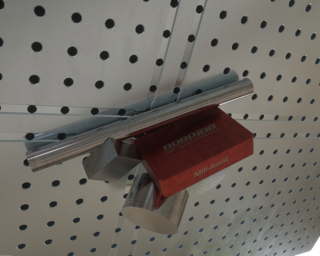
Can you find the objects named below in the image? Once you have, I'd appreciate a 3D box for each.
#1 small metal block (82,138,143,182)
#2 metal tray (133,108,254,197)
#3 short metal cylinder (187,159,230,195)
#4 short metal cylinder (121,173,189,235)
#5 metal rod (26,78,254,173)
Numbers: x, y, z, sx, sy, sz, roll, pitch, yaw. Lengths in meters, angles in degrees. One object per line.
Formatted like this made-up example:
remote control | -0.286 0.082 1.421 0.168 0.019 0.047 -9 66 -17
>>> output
small metal block | -0.058 0.041 0.384 0.050 0.025 0.050 -39 151 18
metal tray | 0.042 0.025 0.403 0.131 0.090 0.030 -24 127 -14
short metal cylinder | 0.053 0.050 0.444 0.081 0.050 0.079 -18 135 -19
short metal cylinder | -0.006 0.104 0.423 0.080 0.080 0.050 56 44 -39
metal rod | -0.011 -0.010 0.394 0.302 0.025 0.025 -20 126 -17
